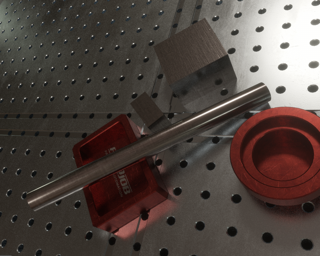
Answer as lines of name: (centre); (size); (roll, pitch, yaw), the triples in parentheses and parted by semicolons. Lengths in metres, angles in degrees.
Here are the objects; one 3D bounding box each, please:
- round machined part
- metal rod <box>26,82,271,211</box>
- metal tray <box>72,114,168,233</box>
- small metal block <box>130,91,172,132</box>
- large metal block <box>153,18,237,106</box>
round machined part: (0.124, 0.030, 0.313); (0.098, 0.042, 0.098); (-13, 56, 20)
metal rod: (-0.011, 0.021, 0.363); (0.301, 0.025, 0.025); (-25, 52, -2)
metal tray: (-0.056, 0.054, 0.399); (0.090, 0.030, 0.130); (-33, 52, 6)
small metal block: (-0.006, -0.012, 0.402); (0.025, 0.050, 0.050); (-39, 51, 2)
large metal block: (0.046, -0.090, 0.422); (0.080, 0.050, 0.080); (-27, 53, 11)
